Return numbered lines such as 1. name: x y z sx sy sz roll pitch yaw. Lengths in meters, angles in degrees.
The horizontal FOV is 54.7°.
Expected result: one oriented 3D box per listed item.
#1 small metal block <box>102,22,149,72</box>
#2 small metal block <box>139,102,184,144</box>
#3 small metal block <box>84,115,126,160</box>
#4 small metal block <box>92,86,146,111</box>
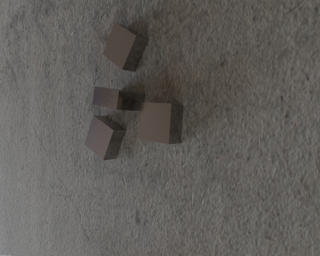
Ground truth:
1. small metal block: -0.050 -0.116 0.444 0.050 0.025 0.050 40 114 32
2. small metal block: 0.001 -0.007 0.402 0.050 0.025 0.050 6 94 39
3. small metal block: -0.084 0.014 0.472 0.050 0.025 0.050 33 110 34
4. small metal block: -0.057 -0.041 0.434 0.050 0.050 0.025 14 99 39
